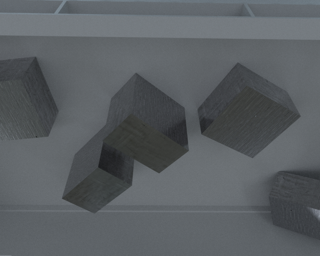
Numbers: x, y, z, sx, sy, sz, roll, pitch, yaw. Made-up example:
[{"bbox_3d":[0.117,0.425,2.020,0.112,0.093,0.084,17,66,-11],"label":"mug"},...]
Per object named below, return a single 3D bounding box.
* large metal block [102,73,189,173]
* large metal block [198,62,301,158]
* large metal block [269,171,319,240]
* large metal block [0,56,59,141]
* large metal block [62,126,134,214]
[{"bbox_3d":[-0.015,-0.006,0.367,0.080,0.080,0.050,33,122,-25],"label":"large metal block"},{"bbox_3d":[0.104,-0.019,0.377,0.080,0.050,0.080,25,126,-20],"label":"large metal block"},{"bbox_3d":[0.218,0.119,0.473,0.080,0.050,0.080,11,139,35],"label":"large metal block"},{"bbox_3d":[-0.177,-0.032,0.364,0.080,0.050,0.080,-5,130,4],"label":"large metal block"},{"bbox_3d":[-0.080,0.055,0.419,0.050,0.080,0.080,35,122,-26],"label":"large metal block"}]
